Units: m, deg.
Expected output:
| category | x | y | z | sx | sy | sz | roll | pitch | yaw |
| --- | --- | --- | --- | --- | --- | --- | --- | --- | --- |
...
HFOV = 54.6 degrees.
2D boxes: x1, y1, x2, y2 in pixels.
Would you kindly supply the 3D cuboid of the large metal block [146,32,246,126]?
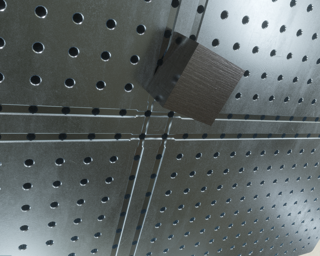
| category | x | y | z | sx | sy | sz | roll | pitch | yaw |
| --- | --- | --- | --- | --- | --- | --- | --- | --- | --- |
| large metal block | 0.043 | -0.058 | 0.382 | 0.080 | 0.050 | 0.080 | 19 | 108 | -35 |
